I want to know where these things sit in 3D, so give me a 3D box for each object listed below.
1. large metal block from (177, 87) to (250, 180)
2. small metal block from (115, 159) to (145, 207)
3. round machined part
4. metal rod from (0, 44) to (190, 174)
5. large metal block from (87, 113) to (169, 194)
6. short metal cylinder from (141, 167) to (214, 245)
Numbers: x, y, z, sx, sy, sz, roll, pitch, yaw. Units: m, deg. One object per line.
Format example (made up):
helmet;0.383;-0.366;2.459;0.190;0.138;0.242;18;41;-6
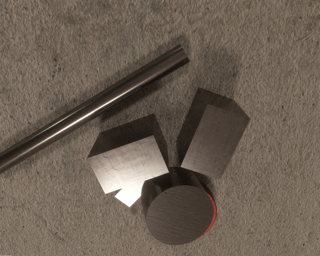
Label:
large metal block;0.061;0.003;0.383;0.050;0.080;0.079;19;109;-7
small metal block;-0.033;0.070;0.422;0.025;0.050;0.050;40;105;-14
round machined part;0.034;0.124;0.447;0.099;0.042;0.097;0;110;-1
metal rod;-0.099;-0.019;0.401;0.300;0.025;0.025;-29;108;10
large metal block;-0.036;0.029;0.391;0.080;0.080;0.050;-20;109;7
short metal cylinder;0.019;0.095;0.382;0.081;0.050;0.079;-3;108;-10
